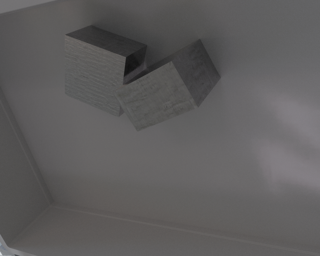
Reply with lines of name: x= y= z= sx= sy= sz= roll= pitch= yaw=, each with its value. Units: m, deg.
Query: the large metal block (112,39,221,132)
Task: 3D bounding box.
large metal block: x=0.010 y=-0.047 z=0.339 sx=0.080 sy=0.080 sz=0.050 roll=-21 pitch=107 yaw=36

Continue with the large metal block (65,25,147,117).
large metal block: x=-0.069 y=-0.071 z=0.385 sx=0.080 sy=0.050 sz=0.079 roll=23 pitch=127 yaw=14

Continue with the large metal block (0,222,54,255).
large metal block: x=-0.303 y=0.276 z=0.707 sx=0.050 sy=0.080 sz=0.080 roll=0 pitch=119 yaw=28
